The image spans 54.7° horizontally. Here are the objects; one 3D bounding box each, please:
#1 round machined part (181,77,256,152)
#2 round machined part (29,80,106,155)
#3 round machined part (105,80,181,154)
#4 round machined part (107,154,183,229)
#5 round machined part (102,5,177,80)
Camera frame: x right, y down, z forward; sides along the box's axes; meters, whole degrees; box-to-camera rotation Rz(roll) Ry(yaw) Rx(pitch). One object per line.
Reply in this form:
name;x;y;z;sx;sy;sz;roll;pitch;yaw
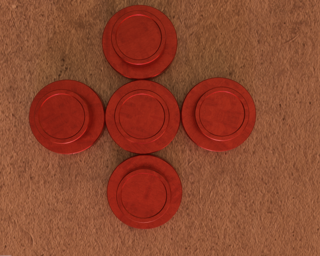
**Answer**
round machined part;0.077;-0.018;0.404;0.099;0.042;0.097;0;90;-1
round machined part;-0.121;-0.014;0.401;0.099;0.042;0.097;0;90;-1
round machined part;-0.022;-0.014;0.402;0.099;0.042;0.097;0;90;-1
round machined part;-0.020;0.083;0.402;0.099;0.042;0.097;0;90;-1
round machined part;-0.027;-0.112;0.402;0.099;0.042;0.097;0;90;-1
